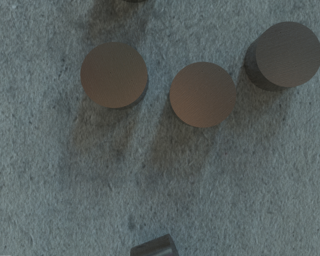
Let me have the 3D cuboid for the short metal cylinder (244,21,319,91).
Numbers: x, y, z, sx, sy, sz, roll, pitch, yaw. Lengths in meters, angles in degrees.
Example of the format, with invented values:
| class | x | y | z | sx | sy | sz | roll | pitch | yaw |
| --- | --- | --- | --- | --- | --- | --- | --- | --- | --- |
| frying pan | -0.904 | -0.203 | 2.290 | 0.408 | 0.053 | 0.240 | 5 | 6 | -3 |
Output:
| class | x | y | z | sx | sy | sz | roll | pitch | yaw |
| --- | --- | --- | --- | --- | --- | --- | --- | --- | --- |
| short metal cylinder | 0.156 | -0.089 | 0.400 | 0.081 | 0.050 | 0.079 | 0 | 90 | -1 |

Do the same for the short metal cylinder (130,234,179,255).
| class | x | y | z | sx | sy | sz | roll | pitch | yaw |
| --- | --- | --- | --- | --- | --- | --- | --- | --- | --- |
| short metal cylinder | 0.001 | 0.179 | 0.383 | 0.050 | 0.080 | 0.080 | -21 | 90 | 0 |

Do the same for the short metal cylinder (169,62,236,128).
| class | x | y | z | sx | sy | sz | roll | pitch | yaw |
| --- | --- | --- | --- | --- | --- | --- | --- | --- | --- |
| short metal cylinder | 0.052 | -0.040 | 0.398 | 0.081 | 0.050 | 0.079 | 0 | 90 | -1 |

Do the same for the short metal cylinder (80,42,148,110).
| class | x | y | z | sx | sy | sz | roll | pitch | yaw |
| --- | --- | --- | --- | --- | --- | --- | --- | --- | --- |
| short metal cylinder | -0.055 | -0.064 | 0.397 | 0.081 | 0.050 | 0.079 | 0 | 90 | -1 |

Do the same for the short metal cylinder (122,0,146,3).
| class | x | y | z | sx | sy | sz | roll | pitch | yaw |
| --- | --- | --- | --- | --- | --- | --- | --- | --- | --- |
| short metal cylinder | -0.035 | -0.210 | 0.397 | 0.081 | 0.050 | 0.079 | 0 | 90 | -1 |
